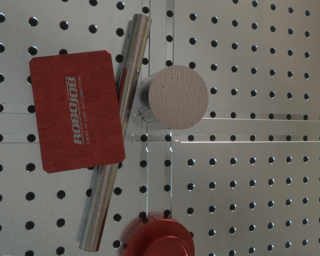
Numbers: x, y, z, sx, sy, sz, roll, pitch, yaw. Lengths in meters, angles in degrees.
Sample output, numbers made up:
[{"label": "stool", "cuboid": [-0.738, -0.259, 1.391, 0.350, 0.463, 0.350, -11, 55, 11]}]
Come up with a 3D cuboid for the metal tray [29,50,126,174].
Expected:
[{"label": "metal tray", "cuboid": [-0.093, -0.019, 0.360, 0.091, 0.030, 0.129, -8, 88, -8]}]

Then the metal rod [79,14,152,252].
[{"label": "metal rod", "cuboid": [-0.055, 0.002, 0.392, 0.025, 0.025, 0.299, 14, 85, -20]}]

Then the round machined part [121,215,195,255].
[{"label": "round machined part", "cuboid": [0.002, 0.169, 0.404, 0.099, 0.042, 0.097, 0, 90, -20]}]

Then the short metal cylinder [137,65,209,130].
[{"label": "short metal cylinder", "cuboid": [0.016, -0.038, 0.405, 0.081, 0.050, 0.080, 0, 90, -20]}]
